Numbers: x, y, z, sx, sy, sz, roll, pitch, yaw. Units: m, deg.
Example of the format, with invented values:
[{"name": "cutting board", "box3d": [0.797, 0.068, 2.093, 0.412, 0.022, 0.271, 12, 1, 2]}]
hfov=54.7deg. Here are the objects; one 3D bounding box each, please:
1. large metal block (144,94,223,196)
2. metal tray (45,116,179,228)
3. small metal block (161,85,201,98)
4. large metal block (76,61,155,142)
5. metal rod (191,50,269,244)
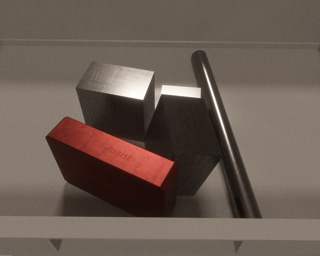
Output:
[{"name": "large metal block", "box3d": [0.020, 0.021, 0.345, 0.050, 0.079, 0.080, 4, 48, -18]}, {"name": "metal tray", "box3d": [-0.047, 0.048, 0.322, 0.130, 0.089, 0.030, 22, 53, 17]}, {"name": "small metal block", "box3d": [0.027, -0.029, 0.413, 0.050, 0.050, 0.025, 5, 50, 3]}, {"name": "large metal block", "box3d": [-0.052, -0.032, 0.396, 0.080, 0.080, 0.050, 11, 51, 8]}, {"name": "metal rod", "box3d": [0.080, -0.002, 0.407, 0.025, 0.025, 0.300, -5, 50, -4]}]
